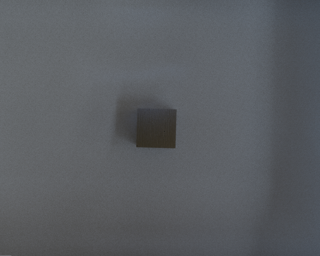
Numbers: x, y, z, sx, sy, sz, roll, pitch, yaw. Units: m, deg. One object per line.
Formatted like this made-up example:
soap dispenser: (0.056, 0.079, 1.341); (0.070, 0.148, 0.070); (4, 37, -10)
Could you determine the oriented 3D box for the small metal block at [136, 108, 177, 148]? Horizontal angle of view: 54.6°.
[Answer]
small metal block: (-0.005, 0.000, 0.408); (0.050, 0.025, 0.050); (2, 90, 0)
